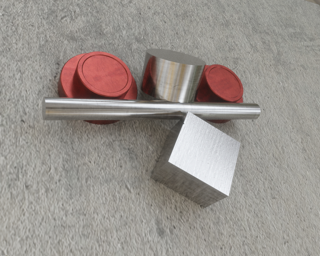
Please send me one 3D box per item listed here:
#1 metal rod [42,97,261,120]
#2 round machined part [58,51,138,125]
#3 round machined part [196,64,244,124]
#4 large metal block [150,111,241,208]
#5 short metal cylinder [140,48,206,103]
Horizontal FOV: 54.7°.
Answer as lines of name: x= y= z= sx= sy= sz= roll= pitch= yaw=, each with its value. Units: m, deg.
metal rod: x=0.011 y=-0.023 z=0.398 sx=0.303 sy=0.025 sz=0.025 roll=-1 pitch=62 yaw=-29
round machined part: x=-0.074 y=-0.056 z=0.388 sx=0.099 sy=0.042 sz=0.098 roll=14 pitch=56 yaw=-21
round machined part: x=0.088 y=-0.059 z=0.478 sx=0.099 sy=0.042 sz=0.098 roll=14 pitch=56 yaw=-21
large metal block: x=0.046 y=0.040 z=0.387 sx=0.080 sy=0.050 sz=0.080 roll=31 pitch=52 yaw=-9
short metal cylinder: x=0.016 y=-0.072 z=0.418 sx=0.081 sy=0.050 sz=0.080 roll=11 pitch=23 yaw=-4
